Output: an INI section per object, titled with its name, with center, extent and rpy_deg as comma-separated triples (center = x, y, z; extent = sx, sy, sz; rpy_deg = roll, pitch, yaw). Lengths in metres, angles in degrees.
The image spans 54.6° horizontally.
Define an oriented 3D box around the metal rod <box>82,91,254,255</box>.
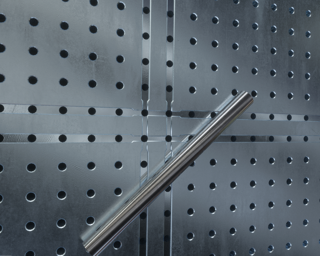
[metal rod]
center = 0.021, 0.052, 0.419
extent = 0.301, 0.025, 0.025
rpy_deg = -42, 104, -15
